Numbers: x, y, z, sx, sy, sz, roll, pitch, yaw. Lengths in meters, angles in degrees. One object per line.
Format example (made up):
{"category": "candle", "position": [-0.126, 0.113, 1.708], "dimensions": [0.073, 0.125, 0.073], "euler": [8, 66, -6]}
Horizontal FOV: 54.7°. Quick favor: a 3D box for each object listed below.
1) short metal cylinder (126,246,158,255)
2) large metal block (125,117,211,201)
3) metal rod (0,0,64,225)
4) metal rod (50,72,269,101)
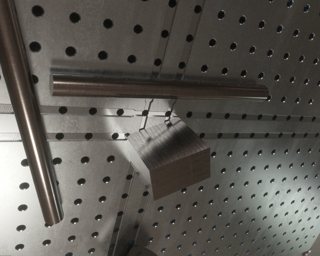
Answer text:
{"category": "short metal cylinder", "position": [-0.031, 0.245, 0.512], "dimensions": [0.080, 0.080, 0.050], "euler": [27, 104, -38]}
{"category": "large metal block", "position": [0.010, 0.037, 0.406], "dimensions": [0.081, 0.080, 0.050], "euler": [-19, 126, -18]}
{"category": "metal rod", "position": [-0.139, -0.009, 0.330], "dimensions": [0.025, 0.025, 0.298], "euler": [-14, 124, -21]}
{"category": "metal rod", "position": [0.020, -0.049, 0.393], "dimensions": [0.303, 0.025, 0.025], "euler": [-2, 119, -28]}
